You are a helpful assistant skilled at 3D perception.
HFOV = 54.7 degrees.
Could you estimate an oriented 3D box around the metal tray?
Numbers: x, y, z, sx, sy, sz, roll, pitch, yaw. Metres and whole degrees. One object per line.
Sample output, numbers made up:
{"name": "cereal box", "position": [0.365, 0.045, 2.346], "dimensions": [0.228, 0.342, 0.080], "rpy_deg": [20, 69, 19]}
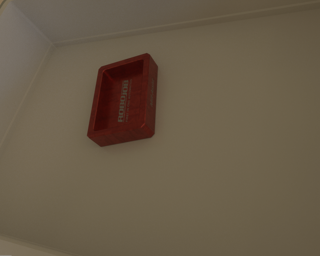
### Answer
{"name": "metal tray", "position": [-0.052, -0.042, 0.454], "dimensions": [0.090, 0.030, 0.130], "rpy_deg": [-11, 57, 21]}
